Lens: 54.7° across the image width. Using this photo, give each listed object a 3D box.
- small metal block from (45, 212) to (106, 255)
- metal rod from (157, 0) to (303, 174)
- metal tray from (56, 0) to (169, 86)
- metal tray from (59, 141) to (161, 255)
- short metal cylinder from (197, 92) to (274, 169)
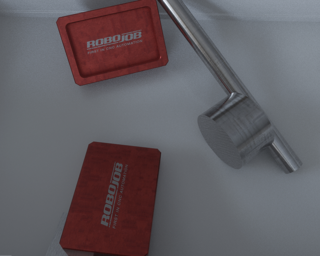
[{"bbox_3d":[-0.094,0.130,0.354,0.050,0.025,0.050,11,54,4],"label":"small metal block"},{"bbox_3d":[0.083,-0.070,0.400,0.025,0.025,0.299,-35,88,-12],"label":"metal rod"},{"bbox_3d":[-0.062,-0.117,0.422,0.131,0.030,0.089,-15,110,-6],"label":"metal tray"},{"bbox_3d":[-0.051,0.081,0.358,0.091,0.030,0.130,7,54,2],"label":"metal tray"},{"bbox_3d":[0.091,0.003,0.380,0.050,0.080,0.080,-35,74,-12],"label":"short metal cylinder"}]
